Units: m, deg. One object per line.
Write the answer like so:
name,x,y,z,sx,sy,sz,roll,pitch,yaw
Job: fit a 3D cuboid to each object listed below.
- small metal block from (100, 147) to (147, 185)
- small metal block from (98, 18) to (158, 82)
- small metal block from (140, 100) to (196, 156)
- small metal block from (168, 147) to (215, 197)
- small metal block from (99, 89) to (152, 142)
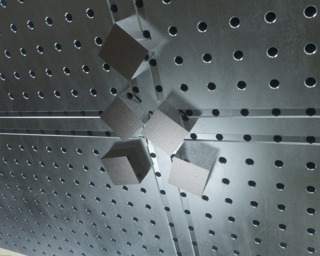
small metal block,-0.055,0.060,0.475,0.050,0.025,0.050,-9,114,32
small metal block,-0.039,-0.093,0.373,0.050,0.025,0.050,40,129,0
small metal block,0.010,0.001,0.405,0.050,0.025,0.050,37,129,3
small metal block,0.042,0.060,0.425,0.050,0.025,0.050,21,126,15
small metal block,-0.047,-0.016,0.424,0.050,0.025,0.050,47,129,-5
